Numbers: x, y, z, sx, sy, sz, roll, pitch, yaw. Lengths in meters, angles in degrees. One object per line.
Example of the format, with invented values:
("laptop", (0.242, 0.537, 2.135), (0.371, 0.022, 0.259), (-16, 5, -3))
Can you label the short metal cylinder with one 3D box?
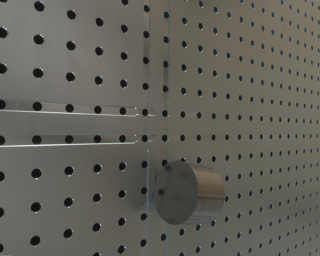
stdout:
("short metal cylinder", (0.037, 0.085, 0.407), (0.050, 0.080, 0.080), (15, 81, -40))
